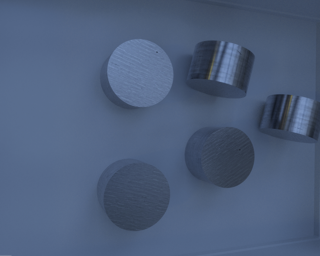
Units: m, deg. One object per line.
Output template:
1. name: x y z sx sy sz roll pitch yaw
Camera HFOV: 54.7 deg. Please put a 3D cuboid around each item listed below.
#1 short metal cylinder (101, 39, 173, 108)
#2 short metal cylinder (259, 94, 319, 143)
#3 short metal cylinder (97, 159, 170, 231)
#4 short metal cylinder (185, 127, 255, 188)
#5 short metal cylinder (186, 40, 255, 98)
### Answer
1. short metal cylinder: -0.030 -0.064 0.386 0.081 0.050 0.080 0 90 -20
2. short metal cylinder: 0.191 -0.012 0.452 0.081 0.080 0.050 17 84 -19
3. short metal cylinder: -0.034 0.080 0.385 0.081 0.050 0.080 0 90 -20
4. short metal cylinder: 0.081 0.038 0.427 0.081 0.050 0.080 0 90 -20
5. short metal cylinder: 0.080 -0.075 0.410 0.081 0.080 0.050 16 85 -19
